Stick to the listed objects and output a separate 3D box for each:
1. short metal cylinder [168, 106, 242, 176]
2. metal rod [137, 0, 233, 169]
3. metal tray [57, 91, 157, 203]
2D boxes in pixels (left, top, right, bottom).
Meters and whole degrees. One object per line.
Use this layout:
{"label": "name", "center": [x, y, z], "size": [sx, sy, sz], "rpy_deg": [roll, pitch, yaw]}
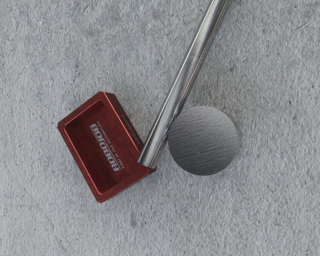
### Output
{"label": "short metal cylinder", "center": [0.056, 0.014, 0.376], "size": [0.080, 0.050, 0.079], "rpy_deg": [0, 90, 19]}
{"label": "metal rod", "center": [0.045, -0.090, 0.377], "size": [0.025, 0.025, 0.299], "rpy_deg": [26, 93, 18]}
{"label": "metal tray", "center": [-0.076, 0.026, 0.431], "size": [0.090, 0.030, 0.130], "rpy_deg": [-34, 79, 16]}
